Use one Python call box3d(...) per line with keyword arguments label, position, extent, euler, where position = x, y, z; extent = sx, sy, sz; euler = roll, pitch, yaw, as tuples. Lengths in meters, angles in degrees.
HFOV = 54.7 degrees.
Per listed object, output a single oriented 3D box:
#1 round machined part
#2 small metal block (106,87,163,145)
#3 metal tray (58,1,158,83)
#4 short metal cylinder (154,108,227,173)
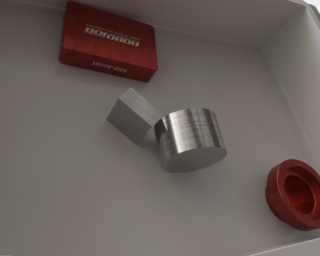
box3d(label="round machined part", position=(0.191, 0.097, 0.441), extent=(0.099, 0.042, 0.098), euler=(14, 56, -21))
box3d(label="small metal block", position=(-0.033, -0.014, 0.382), extent=(0.050, 0.050, 0.025), euler=(41, 51, -1))
box3d(label="metal tray", position=(-0.071, -0.121, 0.439), extent=(0.131, 0.030, 0.090), euler=(9, 58, -24))
box3d(label="short metal cylinder", position=(0.036, 0.017, 0.381), extent=(0.081, 0.080, 0.050), euler=(3, 61, -27))
